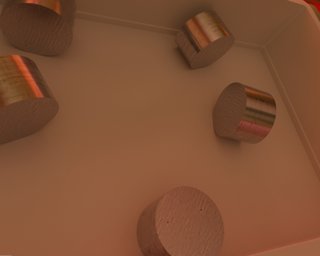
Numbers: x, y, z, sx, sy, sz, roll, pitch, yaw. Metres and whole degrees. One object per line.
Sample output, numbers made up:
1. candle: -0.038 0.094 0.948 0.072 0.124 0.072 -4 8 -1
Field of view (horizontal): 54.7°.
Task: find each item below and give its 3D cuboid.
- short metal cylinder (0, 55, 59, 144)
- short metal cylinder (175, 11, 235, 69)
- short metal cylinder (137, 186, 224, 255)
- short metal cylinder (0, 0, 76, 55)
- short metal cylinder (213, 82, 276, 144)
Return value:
1. short metal cylinder: -0.150 -0.026 0.306 0.081 0.080 0.050 -23 75 -37
2. short metal cylinder: 0.071 -0.139 0.496 0.081 0.080 0.050 -19 72 -36
3. short metal cylinder: 0.022 0.110 0.336 0.081 0.050 0.080 14 56 -21
4. short metal cylinder: -0.145 -0.134 0.375 0.081 0.080 0.050 11 57 -23
5. short metal cylinder: 0.121 -0.021 0.450 0.050 0.080 0.080 15 56 -21
